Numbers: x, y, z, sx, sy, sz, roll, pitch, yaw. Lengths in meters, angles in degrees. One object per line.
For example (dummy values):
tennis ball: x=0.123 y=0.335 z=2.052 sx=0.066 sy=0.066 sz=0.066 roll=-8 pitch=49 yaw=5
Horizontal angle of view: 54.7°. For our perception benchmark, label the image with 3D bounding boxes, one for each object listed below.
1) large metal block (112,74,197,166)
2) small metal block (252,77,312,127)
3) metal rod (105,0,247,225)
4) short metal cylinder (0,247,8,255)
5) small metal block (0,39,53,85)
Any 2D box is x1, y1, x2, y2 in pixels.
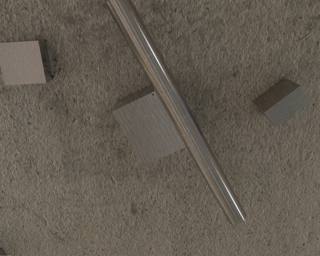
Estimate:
large metal block: x=-0.003 y=-0.011 z=0.392 sx=0.080 sy=0.050 sz=0.080 roll=-25 pitch=109 yaw=8
small metal block: x=0.150 y=-0.033 z=0.386 sx=0.050 sy=0.050 sz=0.025 roll=-39 pitch=106 yaw=13
metal rod: x=0.028 y=-0.007 z=0.354 sx=0.025 sy=0.025 sz=0.299 roll=-27 pitch=108 yaw=9
short metal cylinder: x=-0.283 y=0.221 z=0.474 sx=0.081 sy=0.050 sz=0.079 roll=0 pitch=110 yaw=-1
small metal block: x=-0.164 y=-0.081 z=0.378 sx=0.050 sy=0.025 sz=0.050 roll=-3 pitch=110 yaw=1
